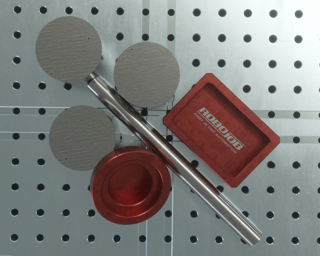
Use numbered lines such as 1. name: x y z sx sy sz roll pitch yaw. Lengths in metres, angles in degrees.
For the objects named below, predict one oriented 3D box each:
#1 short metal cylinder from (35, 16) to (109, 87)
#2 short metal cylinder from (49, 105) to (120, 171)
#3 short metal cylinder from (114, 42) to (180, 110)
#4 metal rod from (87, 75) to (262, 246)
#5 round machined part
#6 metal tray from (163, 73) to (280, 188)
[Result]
1. short metal cylinder: -0.110 -0.096 0.400 0.081 0.050 0.080 0 90 0
2. short metal cylinder: -0.094 0.012 0.400 0.081 0.050 0.080 0 90 0
3. short metal cylinder: -0.016 -0.065 0.400 0.081 0.050 0.080 0 90 0
4. metal rod: 0.019 0.043 0.414 0.300 0.025 0.025 44 90 0
5. round machined part: -0.039 0.069 0.394 0.099 0.042 0.097 -5 107 -18
6. metal tray: 0.079 0.003 0.410 0.130 0.030 0.090 44 90 0
